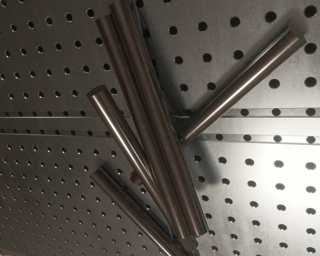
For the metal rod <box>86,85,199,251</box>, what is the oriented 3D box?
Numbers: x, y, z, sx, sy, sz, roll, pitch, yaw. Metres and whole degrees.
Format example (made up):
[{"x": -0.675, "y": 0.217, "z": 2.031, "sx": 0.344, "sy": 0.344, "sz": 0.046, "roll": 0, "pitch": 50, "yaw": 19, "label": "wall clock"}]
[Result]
[{"x": -0.012, "y": 0.073, "z": 0.429, "sx": 0.025, "sy": 0.025, "sz": 0.299, "roll": -9, "pitch": 124, "yaw": 32, "label": "metal rod"}]

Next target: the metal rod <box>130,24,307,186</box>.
[{"x": 0.046, "y": -0.005, "z": 0.382, "sx": 0.025, "sy": 0.025, "sz": 0.298, "roll": 43, "pitch": 129, "yaw": -2, "label": "metal rod"}]

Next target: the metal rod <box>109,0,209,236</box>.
[{"x": 0.004, "y": -0.003, "z": 0.378, "sx": 0.025, "sy": 0.025, "sz": 0.298, "roll": -12, "pitch": 104, "yaw": 33, "label": "metal rod"}]

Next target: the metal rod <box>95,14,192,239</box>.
[{"x": -0.015, "y": 0.007, "z": 0.395, "sx": 0.025, "sy": 0.025, "sz": 0.298, "roll": -12, "pitch": 104, "yaw": 33, "label": "metal rod"}]

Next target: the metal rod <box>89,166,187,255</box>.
[{"x": -0.006, "y": 0.181, "z": 0.524, "sx": 0.300, "sy": 0.025, "sz": 0.025, "roll": 47, "pitch": 129, "yaw": -6, "label": "metal rod"}]
